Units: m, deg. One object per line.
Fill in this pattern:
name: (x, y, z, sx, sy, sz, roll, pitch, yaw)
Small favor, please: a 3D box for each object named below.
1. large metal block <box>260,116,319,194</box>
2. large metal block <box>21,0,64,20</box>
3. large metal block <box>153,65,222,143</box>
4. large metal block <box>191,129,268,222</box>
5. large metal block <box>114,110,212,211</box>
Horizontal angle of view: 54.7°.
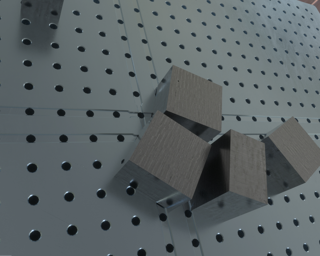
large metal block: (0.194, 0.040, 0.475, 0.081, 0.050, 0.080, -29, 78, -38)
large metal block: (-0.154, -0.210, 0.418, 0.050, 0.080, 0.080, 7, 59, -25)
large metal block: (0.038, -0.029, 0.432, 0.080, 0.050, 0.080, 20, 54, -17)
large metal block: (0.084, 0.061, 0.383, 0.050, 0.080, 0.080, 22, 54, -16)
large metal block: (0.005, 0.039, 0.373, 0.080, 0.050, 0.080, 33, 51, -7)
